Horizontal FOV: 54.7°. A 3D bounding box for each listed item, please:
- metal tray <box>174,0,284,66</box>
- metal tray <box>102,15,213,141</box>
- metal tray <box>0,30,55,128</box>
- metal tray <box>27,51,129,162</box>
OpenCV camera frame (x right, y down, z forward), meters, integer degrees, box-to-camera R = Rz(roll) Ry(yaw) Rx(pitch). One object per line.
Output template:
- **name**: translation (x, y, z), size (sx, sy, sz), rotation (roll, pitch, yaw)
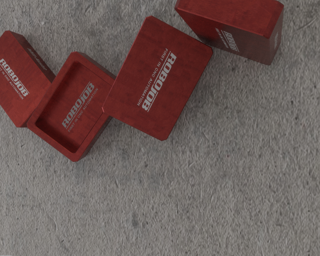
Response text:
- **metal tray**: translation (0.078, -0.106, 0.325), size (0.090, 0.130, 0.030), rotation (25, 99, 18)
- **metal tray**: translation (-0.004, -0.060, 0.390), size (0.090, 0.030, 0.129), rotation (27, 99, -6)
- **metal tray**: translation (-0.219, -0.075, 0.484), size (0.090, 0.030, 0.130), rotation (-44, 76, 14)
- **metal tray**: translation (-0.114, -0.029, 0.435), size (0.090, 0.030, 0.130), rotation (37, 102, 2)
